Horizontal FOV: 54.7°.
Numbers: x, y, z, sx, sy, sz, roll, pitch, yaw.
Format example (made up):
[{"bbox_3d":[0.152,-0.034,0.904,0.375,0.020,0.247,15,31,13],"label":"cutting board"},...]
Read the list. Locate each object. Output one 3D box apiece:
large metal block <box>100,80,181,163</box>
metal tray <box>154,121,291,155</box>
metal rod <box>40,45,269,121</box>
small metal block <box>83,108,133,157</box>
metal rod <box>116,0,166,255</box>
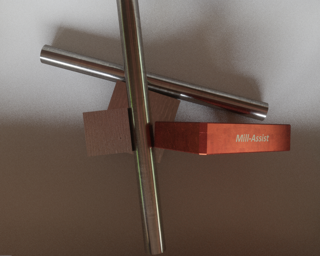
[{"bbox_3d":[-0.026,-0.008,0.397,0.080,0.050,0.080,18,90,-1],"label":"large metal block"},{"bbox_3d":[0.071,0.009,0.352,0.131,0.090,0.030,1,91,-32],"label":"metal tray"},{"bbox_3d":[-0.007,-0.060,0.410,0.302,0.025,0.025,15,90,-1],"label":"metal rod"},{"bbox_3d":[-0.059,0.005,0.359,0.050,0.025,0.050,-6,90,-1],"label":"small metal block"},{"bbox_3d":[-0.022,-0.006,0.360,0.025,0.025,0.298,-6,90,0],"label":"metal rod"}]
